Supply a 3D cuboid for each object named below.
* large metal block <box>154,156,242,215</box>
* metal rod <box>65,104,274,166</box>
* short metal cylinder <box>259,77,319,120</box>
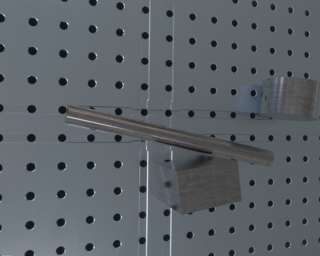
[{"bbox_3d":[0.046,0.069,0.400,0.081,0.080,0.050,-7,93,-20],"label":"large metal block"},{"bbox_3d":[0.027,0.015,0.422,0.302,0.025,0.025,13,86,-20],"label":"metal rod"},{"bbox_3d":[0.189,-0.040,0.453,0.081,0.080,0.050,8,87,-20],"label":"short metal cylinder"}]
